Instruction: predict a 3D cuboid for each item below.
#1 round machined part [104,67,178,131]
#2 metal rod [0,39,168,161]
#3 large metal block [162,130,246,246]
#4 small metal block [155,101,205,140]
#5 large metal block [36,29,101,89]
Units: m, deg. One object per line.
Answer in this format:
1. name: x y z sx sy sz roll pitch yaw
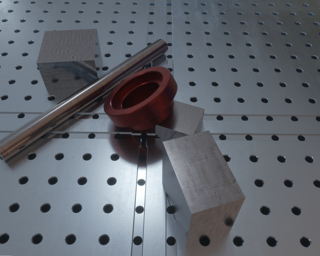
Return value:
1. round machined part: -0.021 -0.035 0.408 0.098 0.042 0.098 -22 35 16
2. metal rod: -0.097 -0.054 0.452 0.025 0.025 0.302 35 58 25
3. large metal block: 0.039 0.062 0.320 0.050 0.080 0.080 -14 52 -11
4. small metal block: 0.027 -0.007 0.414 0.050 0.025 0.050 18 52 14
5. large metal block: -0.137 -0.108 0.481 0.081 0.050 0.080 -4 50 -3
